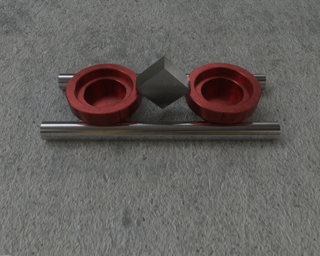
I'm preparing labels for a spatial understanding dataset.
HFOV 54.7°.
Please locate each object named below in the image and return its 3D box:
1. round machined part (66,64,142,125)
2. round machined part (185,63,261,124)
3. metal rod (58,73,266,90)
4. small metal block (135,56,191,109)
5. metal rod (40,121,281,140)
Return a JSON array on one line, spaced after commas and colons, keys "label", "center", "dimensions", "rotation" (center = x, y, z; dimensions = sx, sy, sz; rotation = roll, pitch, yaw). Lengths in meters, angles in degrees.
[{"label": "round machined part", "center": [-0.074, -0.040, 0.421], "dimensions": [0.099, 0.042, 0.098], "rotation": [0, 50, 0]}, {"label": "round machined part", "center": [0.083, -0.042, 0.423], "dimensions": [0.099, 0.042, 0.098], "rotation": [0, 50, 0]}, {"label": "metal rod", "center": [0.004, -0.069, 0.462], "dimensions": [0.302, 0.025, 0.025], "rotation": [0, 50, 0]}, {"label": "small metal block", "center": [0.004, -0.058, 0.403], "dimensions": [0.050, 0.050, 0.025], "rotation": [-31, 40, 31]}, {"label": "metal rod", "center": [0.001, 0.003, 0.401], "dimensions": [0.302, 0.025, 0.025], "rotation": [0, 50, 0]}]
